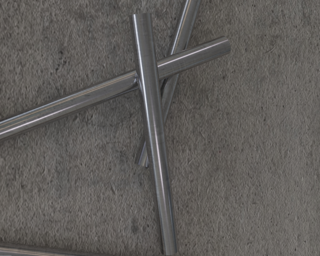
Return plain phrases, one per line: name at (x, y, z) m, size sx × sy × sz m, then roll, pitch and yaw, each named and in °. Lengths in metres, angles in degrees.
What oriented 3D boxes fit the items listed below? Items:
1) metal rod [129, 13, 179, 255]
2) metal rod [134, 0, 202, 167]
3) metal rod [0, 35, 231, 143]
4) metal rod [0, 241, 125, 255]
metal rod at (-0.004, 0.020, 0.376) m, size 0.025 × 0.025 × 0.298 m, roll -12°, pitch 106°, yaw -20°
metal rod at (0.021, -0.094, 0.416) m, size 0.025 × 0.025 × 0.299 m, roll 18°, pitch 84°, yaw -19°
metal rod at (-0.051, -0.051, 0.372) m, size 0.302 × 0.025 × 0.025 m, roll -23°, pitch 98°, yaw -12°
metal rod at (-0.079, 0.166, 0.379) m, size 0.302 × 0.025 × 0.025 m, roll 15°, pitch 85°, yaw -20°
